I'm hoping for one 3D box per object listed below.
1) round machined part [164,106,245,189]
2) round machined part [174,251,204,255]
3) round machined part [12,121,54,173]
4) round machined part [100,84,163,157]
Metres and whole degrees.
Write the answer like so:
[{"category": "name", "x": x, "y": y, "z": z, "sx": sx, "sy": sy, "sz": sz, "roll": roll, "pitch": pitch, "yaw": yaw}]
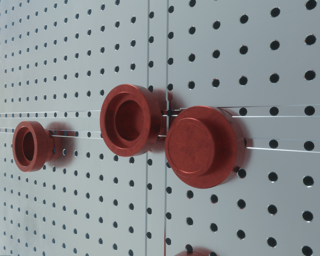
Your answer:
[{"category": "round machined part", "x": 0.044, "y": 0.022, "z": 0.363, "sx": 0.098, "sy": 0.042, "sz": 0.097, "roll": 0, "pitch": 90, "yaw": 40}, {"category": "round machined part", "x": 0.032, "y": 0.205, "z": 0.373, "sx": 0.098, "sy": 0.042, "sz": 0.097, "roll": 0, "pitch": 90, "yaw": 40}, {"category": "round machined part", "x": -0.243, "y": 0.035, "z": 0.601, "sx": 0.098, "sy": 0.042, "sz": 0.097, "roll": 0, "pitch": 90, "yaw": 40}, {"category": "round machined part", "x": -0.036, "y": -0.010, "z": 0.429, "sx": 0.098, "sy": 0.042, "sz": 0.097, "roll": 0, "pitch": 90, "yaw": 40}]
